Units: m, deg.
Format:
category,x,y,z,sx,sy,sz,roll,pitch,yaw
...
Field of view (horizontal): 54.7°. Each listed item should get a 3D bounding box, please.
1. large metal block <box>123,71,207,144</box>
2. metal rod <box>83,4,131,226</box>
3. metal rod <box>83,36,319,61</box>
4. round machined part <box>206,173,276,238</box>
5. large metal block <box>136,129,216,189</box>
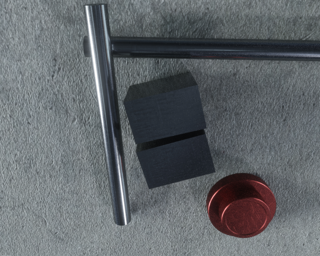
category,x,y,z,sx,sy,sz,roll,pitch,yaw
large metal block,0.006,-0.027,0.371,0.080,0.080,0.050,-13,110,4
metal rod,-0.062,0.003,0.393,0.025,0.025,0.298,-3,116,0
metal rod,0.062,-0.096,0.375,0.302,0.025,0.025,1,110,-1
round machined part,0.119,0.118,0.446,0.099,0.042,0.097,0,110,-1
large metal block,0.019,0.025,0.390,0.080,0.080,0.050,-15,110,5
